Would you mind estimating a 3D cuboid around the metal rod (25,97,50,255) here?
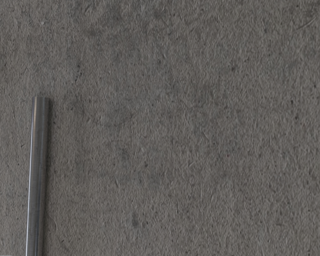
[{"bbox_3d":[-0.189,0.102,0.475,0.025,0.025,0.298,3,91,20],"label":"metal rod"}]
